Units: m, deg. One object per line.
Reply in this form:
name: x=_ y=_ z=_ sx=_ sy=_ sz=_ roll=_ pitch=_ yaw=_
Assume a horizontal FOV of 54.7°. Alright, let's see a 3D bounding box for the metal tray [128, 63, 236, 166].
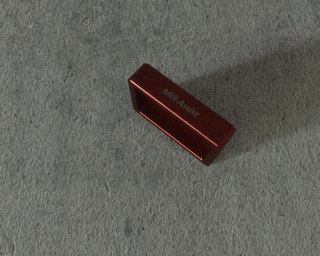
metal tray: x=0.023 y=-0.013 z=0.380 sx=0.130 sy=0.090 sz=0.030 roll=38 pitch=74 yaw=12
